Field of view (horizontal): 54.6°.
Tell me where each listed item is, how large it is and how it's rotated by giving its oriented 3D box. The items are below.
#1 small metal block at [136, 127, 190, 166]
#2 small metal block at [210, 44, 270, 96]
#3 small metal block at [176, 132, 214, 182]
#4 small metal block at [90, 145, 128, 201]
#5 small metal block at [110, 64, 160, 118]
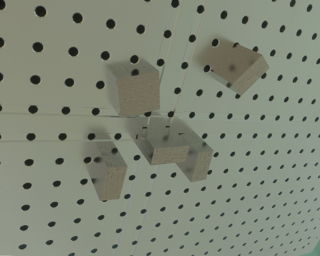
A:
[{"bbox_3d":[0.003,0.023,0.410,0.050,0.050,0.025,-3,120,-27],"label":"small metal block"},{"bbox_3d":[0.103,-0.076,0.403,0.050,0.050,0.025,-45,129,3],"label":"small metal block"},{"bbox_3d":[0.048,0.041,0.446,0.025,0.050,0.050,-5,121,-26],"label":"small metal block"},{"bbox_3d":[-0.066,0.055,0.392,0.025,0.050,0.050,2,118,-29],"label":"small metal block"},{"bbox_3d":[-0.028,-0.044,0.368,0.050,0.025,0.050,-14,124,-20],"label":"small metal block"}]
